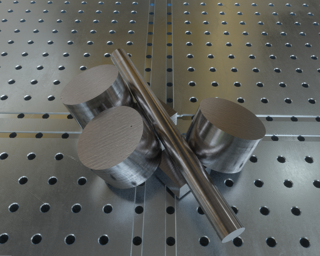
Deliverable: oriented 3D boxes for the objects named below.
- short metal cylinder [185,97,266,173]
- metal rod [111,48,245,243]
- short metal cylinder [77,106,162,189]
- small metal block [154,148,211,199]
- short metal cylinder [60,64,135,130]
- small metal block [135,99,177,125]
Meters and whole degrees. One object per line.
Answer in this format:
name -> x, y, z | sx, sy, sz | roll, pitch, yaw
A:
short metal cylinder -> 0.075, 0.007, 0.364 | 0.081, 0.050, 0.080 | 15, 33, -10
metal rod -> 0.003, -0.004, 0.373 | 0.025, 0.025, 0.300 | -20, 53, -16
short metal cylinder -> -0.045, 0.022, 0.350 | 0.080, 0.050, 0.080 | -13, 52, 18
small metal block -> 0.025, 0.046, 0.365 | 0.050, 0.025, 0.050 | -33, 58, -25
short metal cylinder -> -0.079, -0.038, 0.400 | 0.080, 0.050, 0.080 | -16, 40, 14
small metal block -> -0.013, -0.013, 0.414 | 0.050, 0.025, 0.050 | -36, 59, -26
